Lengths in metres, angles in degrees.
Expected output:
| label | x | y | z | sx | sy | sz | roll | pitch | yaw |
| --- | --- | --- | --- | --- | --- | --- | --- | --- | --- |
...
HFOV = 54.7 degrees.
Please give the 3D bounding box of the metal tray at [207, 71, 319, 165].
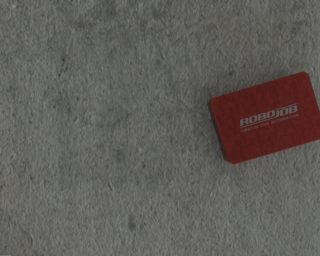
| label | x | y | z | sx | sy | sz | roll | pitch | yaw |
| --- | --- | --- | --- | --- | --- | --- | --- | --- | --- |
| metal tray | 0.139 | -0.013 | 0.409 | 0.131 | 0.030 | 0.090 | -16 | 90 | -1 |
